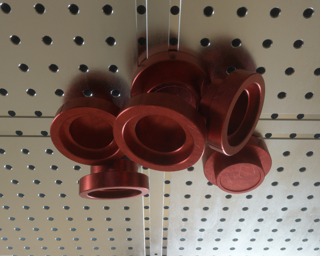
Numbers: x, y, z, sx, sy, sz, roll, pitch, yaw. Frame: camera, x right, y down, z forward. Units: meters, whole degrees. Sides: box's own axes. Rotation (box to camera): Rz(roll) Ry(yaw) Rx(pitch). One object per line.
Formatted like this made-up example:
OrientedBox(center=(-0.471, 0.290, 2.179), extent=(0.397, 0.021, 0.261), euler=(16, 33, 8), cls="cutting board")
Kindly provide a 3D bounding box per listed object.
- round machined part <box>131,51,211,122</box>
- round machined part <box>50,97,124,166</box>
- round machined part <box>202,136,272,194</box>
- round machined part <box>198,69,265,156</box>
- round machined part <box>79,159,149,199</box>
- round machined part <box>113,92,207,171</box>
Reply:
OrientedBox(center=(0.014, -0.037, 0.369), extent=(0.099, 0.042, 0.097), euler=(0, 131, 0), cls="round machined part")
OrientedBox(center=(-0.086, 0.000, 0.399), extent=(0.099, 0.042, 0.097), euler=(0, 129, 0), cls="round machined part")
OrientedBox(center=(0.113, 0.059, 0.451), extent=(0.099, 0.042, 0.097), euler=(0, 130, 0), cls="round machined part")
OrientedBox(center=(0.079, -0.021, 0.360), extent=(0.042, 0.098, 0.098), euler=(24, 141, 34), cls="round machined part")
OrientedBox(center=(-0.065, 0.074, 0.445), extent=(0.099, 0.042, 0.098), euler=(-4, 158, -1), cls="round machined part")
OrientedBox(center=(0.002, 0.000, 0.338), extent=(0.098, 0.042, 0.097), euler=(9, 134, 9), cls="round machined part")
